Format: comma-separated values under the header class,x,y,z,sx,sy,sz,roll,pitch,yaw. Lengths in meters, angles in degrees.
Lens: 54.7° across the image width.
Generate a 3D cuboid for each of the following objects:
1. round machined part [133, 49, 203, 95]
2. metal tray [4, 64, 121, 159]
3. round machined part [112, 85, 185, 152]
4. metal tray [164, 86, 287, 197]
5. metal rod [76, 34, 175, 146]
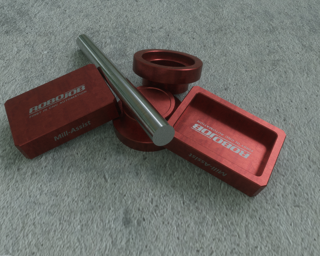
class,x,y,z,sx,sy,sz,roll,pitch,yaw
round machined part,0.010,-0.080,0.447,0.099,0.042,0.098,6,28,-3
metal tray,-0.129,-0.026,0.408,0.131,0.030,0.090,-27,52,-11
round machined part,-0.014,-0.020,0.411,0.099,0.042,0.098,0,50,0
metal tray,0.076,0.012,0.378,0.130,0.030,0.090,30,55,10
metal rod,-0.063,-0.070,0.420,0.025,0.025,0.300,-22,40,-17
